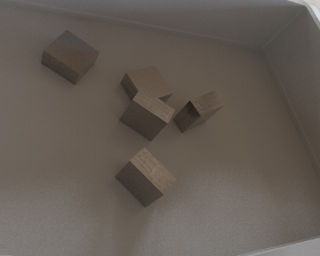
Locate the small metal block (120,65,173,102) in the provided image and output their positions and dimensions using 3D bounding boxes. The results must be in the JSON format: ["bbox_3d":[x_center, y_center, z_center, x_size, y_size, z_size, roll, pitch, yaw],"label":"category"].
[{"bbox_3d":[-0.018,-0.056,0.431,0.050,0.025,0.050,-23,74,-36],"label":"small metal block"}]

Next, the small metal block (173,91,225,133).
[{"bbox_3d":[0.054,-0.022,0.434,0.050,0.050,0.025,-24,75,-37],"label":"small metal block"}]

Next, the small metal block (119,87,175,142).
[{"bbox_3d":[-0.017,-0.016,0.392,0.050,0.050,0.025,34,51,-6],"label":"small metal block"}]

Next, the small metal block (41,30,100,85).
[{"bbox_3d":[-0.115,-0.091,0.400,0.050,0.025,0.050,34,51,-7],"label":"small metal block"}]

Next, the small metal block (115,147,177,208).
[{"bbox_3d":[-0.017,0.056,0.347,0.050,0.050,0.025,45,51,2],"label":"small metal block"}]
